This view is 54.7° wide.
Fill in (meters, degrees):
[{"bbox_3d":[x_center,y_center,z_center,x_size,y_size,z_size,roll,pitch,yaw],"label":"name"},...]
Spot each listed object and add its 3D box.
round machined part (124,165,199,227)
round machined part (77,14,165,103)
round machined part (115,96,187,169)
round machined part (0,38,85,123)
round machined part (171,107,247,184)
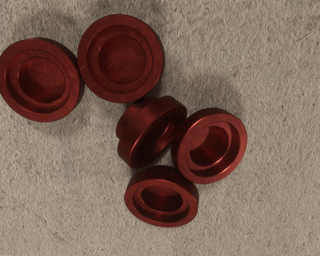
[{"bbox_3d":[0.004,0.089,0.423,0.099,0.042,0.097,6,128,8],"label":"round machined part"},{"bbox_3d":[-0.042,-0.080,0.364,0.098,0.042,0.097,2,103,9],"label":"round machined part"},{"bbox_3d":[-0.015,0.000,0.381,0.042,0.098,0.098,41,108,22],"label":"round machined part"},{"bbox_3d":[-0.139,-0.059,0.374,0.099,0.042,0.097,1,111,3],"label":"round machined part"},{"bbox_3d":[0.059,0.019,0.398,0.099,0.042,0.097,-9,115,-20],"label":"round machined part"}]
